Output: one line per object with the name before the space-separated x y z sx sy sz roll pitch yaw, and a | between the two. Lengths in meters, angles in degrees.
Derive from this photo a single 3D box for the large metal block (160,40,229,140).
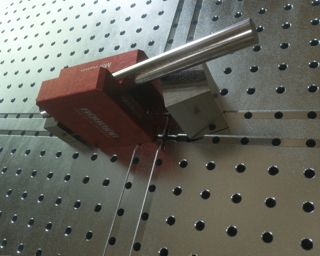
large metal block | 0.040 -0.044 0.377 0.050 0.080 0.080 -20 54 16

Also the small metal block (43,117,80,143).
small metal block | -0.144 -0.012 0.472 0.025 0.050 0.050 -8 58 24

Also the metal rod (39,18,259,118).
metal rod | -0.037 -0.058 0.365 0.300 0.025 0.025 -14 56 31

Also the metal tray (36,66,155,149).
metal tray | -0.074 -0.018 0.389 0.090 0.130 0.030 -9 59 23

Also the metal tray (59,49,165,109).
metal tray | -0.064 -0.056 0.432 0.130 0.090 0.030 -8 59 23
